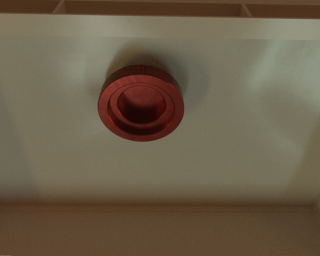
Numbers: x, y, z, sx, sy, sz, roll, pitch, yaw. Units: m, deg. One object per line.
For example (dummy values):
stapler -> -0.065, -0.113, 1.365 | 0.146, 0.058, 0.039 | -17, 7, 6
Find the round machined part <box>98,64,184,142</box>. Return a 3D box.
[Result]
round machined part -> -0.022, -0.033, 0.370 | 0.099, 0.042, 0.097 | -1, 130, 0
